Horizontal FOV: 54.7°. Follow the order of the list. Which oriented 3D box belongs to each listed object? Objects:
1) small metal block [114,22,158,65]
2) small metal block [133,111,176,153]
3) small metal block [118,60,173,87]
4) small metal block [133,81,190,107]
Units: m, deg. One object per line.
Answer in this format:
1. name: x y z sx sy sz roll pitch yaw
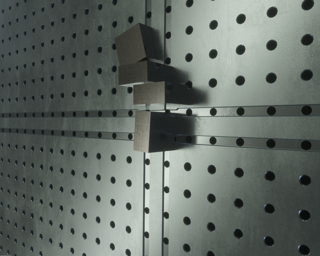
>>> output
1. small metal block: -0.034 -0.111 0.435 0.050 0.025 0.050 -19 78 38
2. small metal block: -0.006 0.004 0.396 0.025 0.050 0.050 6 94 39
3. small metal block: -0.019 -0.068 0.406 0.050 0.050 0.025 -1 89 39
4. small metal block: 0.002 -0.041 0.390 0.050 0.050 0.025 0 90 39
